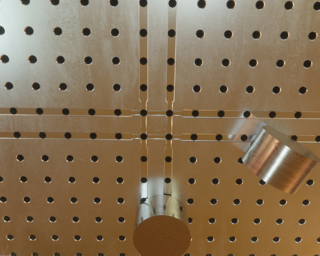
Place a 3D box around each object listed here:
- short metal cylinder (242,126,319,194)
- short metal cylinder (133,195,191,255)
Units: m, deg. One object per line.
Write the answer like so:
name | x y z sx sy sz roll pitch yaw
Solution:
short metal cylinder | 0.154 0.039 0.400 0.080 0.080 0.050 25 108 -9
short metal cylinder | 0.003 0.146 0.454 0.081 0.050 0.079 0 110 0
